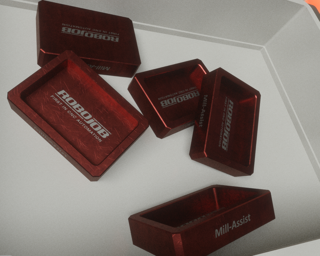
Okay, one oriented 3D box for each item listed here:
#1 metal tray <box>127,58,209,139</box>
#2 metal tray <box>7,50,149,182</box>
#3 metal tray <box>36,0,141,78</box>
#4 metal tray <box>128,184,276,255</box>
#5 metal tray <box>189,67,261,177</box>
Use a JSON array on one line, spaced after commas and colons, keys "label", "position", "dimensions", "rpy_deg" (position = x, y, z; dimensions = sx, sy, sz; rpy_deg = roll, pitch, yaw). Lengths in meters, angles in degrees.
[{"label": "metal tray", "position": [0.030, -0.047, 0.448], "dimensions": [0.131, 0.030, 0.090], "rpy_deg": [-22, 74, -36]}, {"label": "metal tray", "position": [-0.089, -0.015, 0.350], "dimensions": [0.130, 0.030, 0.090], "rpy_deg": [43, 65, 1]}, {"label": "metal tray", "position": [-0.097, -0.120, 0.424], "dimensions": [0.131, 0.030, 0.090], "rpy_deg": [2, 61, -28]}, {"label": "metal tray", "position": [0.044, 0.095, 0.328], "dimensions": [0.131, 0.090, 0.030], "rpy_deg": [-12, 92, -33]}, {"label": "metal tray", "position": [0.094, -0.007, 0.429], "dimensions": [0.090, 0.030, 0.130], "rpy_deg": [24, 66, -28]}]
